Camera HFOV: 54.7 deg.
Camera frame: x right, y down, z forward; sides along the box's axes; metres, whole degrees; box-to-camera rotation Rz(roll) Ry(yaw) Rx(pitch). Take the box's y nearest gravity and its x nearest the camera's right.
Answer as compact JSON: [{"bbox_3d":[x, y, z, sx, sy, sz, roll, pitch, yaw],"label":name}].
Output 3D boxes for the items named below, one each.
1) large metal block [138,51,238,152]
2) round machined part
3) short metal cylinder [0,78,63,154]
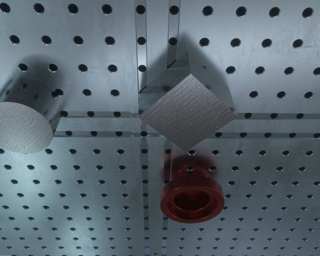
[{"bbox_3d":[0.032,-0.029,0.371,0.080,0.050,0.080,37,121,-27],"label":"large metal block"},{"bbox_3d":[0.050,0.106,0.491,0.099,0.042,0.097,0,130,0],"label":"round machined part"},{"bbox_3d":[-0.167,-0.014,0.381,0.081,0.050,0.079,0,130,0],"label":"short metal cylinder"}]
